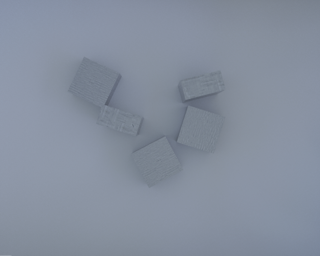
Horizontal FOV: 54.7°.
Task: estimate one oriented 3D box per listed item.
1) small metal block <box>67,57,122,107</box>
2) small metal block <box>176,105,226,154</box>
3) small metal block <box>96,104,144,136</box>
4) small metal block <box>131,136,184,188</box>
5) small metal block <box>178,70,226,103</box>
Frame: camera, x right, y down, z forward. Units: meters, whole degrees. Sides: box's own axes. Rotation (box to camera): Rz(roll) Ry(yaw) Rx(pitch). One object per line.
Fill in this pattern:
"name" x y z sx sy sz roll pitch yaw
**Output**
"small metal block" -0.086 -0.059 0.410 0.050 0.025 0.050 25 90 -1
"small metal block" 0.053 0.002 0.412 0.050 0.025 0.050 17 90 -1
"small metal block" -0.050 -0.010 0.398 0.050 0.050 0.025 18 90 -1
"small metal block" -0.004 0.044 0.411 0.050 0.025 0.050 -28 90 -1
"small metal block" 0.052 -0.052 0.400 0.050 0.050 0.025 -15 90 0
